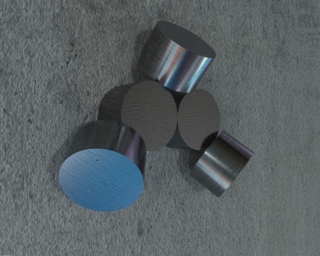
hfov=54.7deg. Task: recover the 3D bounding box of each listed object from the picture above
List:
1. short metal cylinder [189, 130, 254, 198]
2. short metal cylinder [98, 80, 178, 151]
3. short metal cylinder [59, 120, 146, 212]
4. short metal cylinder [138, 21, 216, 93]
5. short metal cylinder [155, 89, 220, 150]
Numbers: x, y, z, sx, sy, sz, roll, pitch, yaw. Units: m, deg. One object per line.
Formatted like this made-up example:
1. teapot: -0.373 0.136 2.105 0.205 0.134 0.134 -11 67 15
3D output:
1. short metal cylinder: 0.085 0.050 0.434 0.050 0.080 0.080 38 58 12
2. short metal cylinder: -0.026 -0.014 0.368 0.081 0.050 0.080 0 90 -40
3. short metal cylinder: -0.055 0.039 0.316 0.080 0.080 0.050 54 19 -27
4. short metal cylinder: 0.021 -0.088 0.380 0.081 0.080 0.050 2 131 -40
5. short metal cylinder: 0.036 -0.011 0.420 0.081 0.050 0.080 0 90 -40
